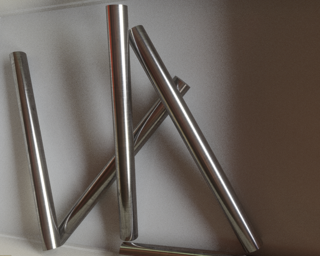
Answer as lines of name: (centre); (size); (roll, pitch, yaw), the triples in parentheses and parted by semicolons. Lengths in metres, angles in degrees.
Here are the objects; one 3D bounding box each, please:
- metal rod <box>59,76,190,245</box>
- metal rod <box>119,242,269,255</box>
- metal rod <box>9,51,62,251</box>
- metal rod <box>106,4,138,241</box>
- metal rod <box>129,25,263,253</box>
metal rod: (-0.062, 0.053, 0.432); (0.025, 0.025, 0.299); (42, 103, 15)
metal rod: (0.095, 0.162, 0.369); (0.301, 0.025, 0.025); (-1, 90, 17)
metal rod: (-0.188, 0.027, 0.462); (0.025, 0.025, 0.299); (-18, 79, 19)
metal rod: (-0.046, 0.004, 0.392); (0.025, 0.025, 0.298); (3, 104, 20)
metal rod: (0.040, 0.011, 0.377); (0.025, 0.025, 0.299); (-30, 88, 17)
